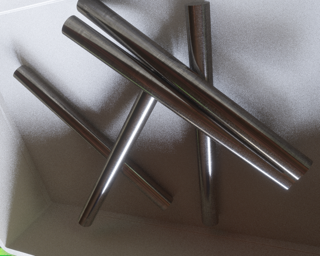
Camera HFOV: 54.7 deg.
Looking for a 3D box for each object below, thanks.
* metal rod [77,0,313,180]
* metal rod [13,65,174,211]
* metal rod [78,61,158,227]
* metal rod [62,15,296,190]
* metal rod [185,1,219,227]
[{"bbox_3d":[0.026,-0.052,0.330,0.300,0.025,0.025,40,129,12],"label":"metal rod"},{"bbox_3d":[-0.099,0.016,0.468,0.300,0.025,0.025,42,129,-2],"label":"metal rod"},{"bbox_3d":[-0.058,0.039,0.433,0.025,0.025,0.298,33,120,6],"label":"metal rod"},{"bbox_3d":[0.020,-0.029,0.344,0.301,0.025,0.025,35,129,2],"label":"metal rod"},{"bbox_3d":[0.055,0.005,0.381,0.025,0.025,0.298,6,121,24],"label":"metal rod"}]
